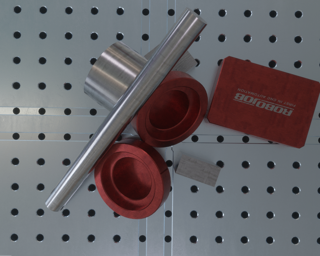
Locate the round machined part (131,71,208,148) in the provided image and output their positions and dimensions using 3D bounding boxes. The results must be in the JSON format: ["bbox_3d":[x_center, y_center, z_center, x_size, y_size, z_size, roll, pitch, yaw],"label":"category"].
[{"bbox_3d":[0.007,-0.027,0.388,0.099,0.042,0.097,-18,130,-22],"label":"round machined part"}]

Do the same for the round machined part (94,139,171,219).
[{"bbox_3d":[-0.030,0.061,0.391,0.098,0.042,0.097,6,105,25],"label":"round machined part"}]

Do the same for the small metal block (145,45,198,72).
[{"bbox_3d":[0.014,-0.088,0.413,0.050,0.025,0.050,-38,90,0],"label":"small metal block"}]

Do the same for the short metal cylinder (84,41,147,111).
[{"bbox_3d":[-0.048,-0.059,0.383,0.050,0.080,0.080,36,90,5],"label":"short metal cylinder"}]

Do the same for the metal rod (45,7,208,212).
[{"bbox_3d":[-0.053,-0.001,0.351,0.025,0.025,0.299,40,115,0],"label":"metal rod"}]

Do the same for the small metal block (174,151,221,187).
[{"bbox_3d":[0.047,0.052,0.401,0.050,0.050,0.025,20,90,0],"label":"small metal block"}]

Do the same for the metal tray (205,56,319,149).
[{"bbox_3d":[0.134,-0.033,0.412,0.131,0.030,0.090,16,90,0],"label":"metal tray"}]
